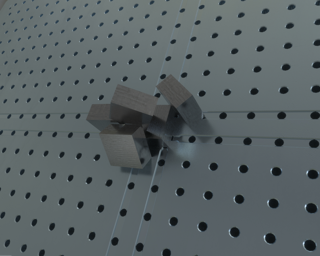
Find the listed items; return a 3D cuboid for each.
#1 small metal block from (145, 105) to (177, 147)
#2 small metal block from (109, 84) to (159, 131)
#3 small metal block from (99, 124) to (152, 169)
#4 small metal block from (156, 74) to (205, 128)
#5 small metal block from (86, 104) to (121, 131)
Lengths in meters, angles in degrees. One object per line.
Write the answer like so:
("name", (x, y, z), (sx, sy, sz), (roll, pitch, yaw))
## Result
("small metal block", (-0.009, -0.003, 0.416), (0.050, 0.025, 0.050), (2, 63, 28))
("small metal block", (-0.033, -0.024, 0.380), (0.050, 0.050, 0.025), (18, 67, -4))
("small metal block", (-0.044, 0.023, 0.399), (0.050, 0.050, 0.025), (1, 31, 29))
("small metal block", (0.027, -0.034, 0.400), (0.025, 0.050, 0.050), (-40, 51, 1))
("small metal block", (-0.065, -0.010, 0.433), (0.050, 0.050, 0.025), (1, 63, 30))
